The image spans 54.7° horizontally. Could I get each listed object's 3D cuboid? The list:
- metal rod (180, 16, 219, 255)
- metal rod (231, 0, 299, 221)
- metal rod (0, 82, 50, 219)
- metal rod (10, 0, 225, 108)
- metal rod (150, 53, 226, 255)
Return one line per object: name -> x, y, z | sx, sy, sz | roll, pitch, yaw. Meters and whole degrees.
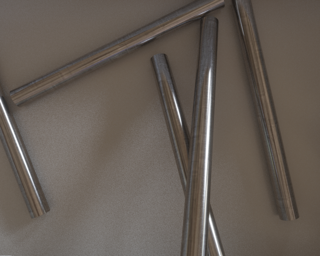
metal rod -> 0.048, -0.006, 0.350 | 0.025, 0.025, 0.299 | 8, 65, 0
metal rod -> 0.140, -0.027, 0.412 | 0.025, 0.025, 0.298 | -13, 90, 0
metal rod -> -0.212, -0.025, 0.409 | 0.025, 0.025, 0.299 | -21, 90, 0
metal rod -> -0.055, -0.105, 0.410 | 0.301, 0.025, 0.025 | -26, 90, 0
metal rod -> 0.032, 0.042, 0.354 | 0.025, 0.025, 0.299 | -14, 67, 0
